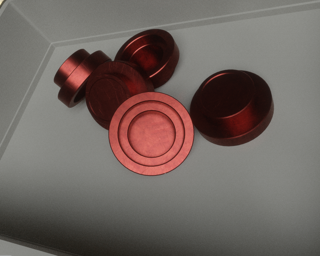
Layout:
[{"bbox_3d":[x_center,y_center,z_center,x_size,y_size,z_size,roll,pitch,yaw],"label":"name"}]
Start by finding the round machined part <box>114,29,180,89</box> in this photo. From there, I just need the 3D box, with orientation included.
[{"bbox_3d":[-0.016,-0.096,0.461,0.098,0.042,0.098,-13,56,20],"label":"round machined part"}]

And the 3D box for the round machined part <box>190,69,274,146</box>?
[{"bbox_3d":[0.082,-0.031,0.370,0.098,0.042,0.098,-13,56,20],"label":"round machined part"}]

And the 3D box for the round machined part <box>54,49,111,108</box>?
[{"bbox_3d":[-0.121,-0.081,0.469,0.042,0.098,0.098,41,83,-4],"label":"round machined part"}]

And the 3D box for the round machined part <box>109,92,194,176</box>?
[{"bbox_3d":[-0.010,0.008,0.375,0.099,0.042,0.097,0,84,0],"label":"round machined part"}]

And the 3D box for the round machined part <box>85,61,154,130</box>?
[{"bbox_3d":[-0.060,-0.040,0.416,0.098,0.042,0.097,5,104,21],"label":"round machined part"}]
